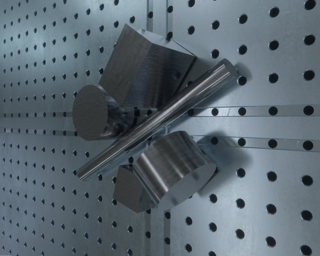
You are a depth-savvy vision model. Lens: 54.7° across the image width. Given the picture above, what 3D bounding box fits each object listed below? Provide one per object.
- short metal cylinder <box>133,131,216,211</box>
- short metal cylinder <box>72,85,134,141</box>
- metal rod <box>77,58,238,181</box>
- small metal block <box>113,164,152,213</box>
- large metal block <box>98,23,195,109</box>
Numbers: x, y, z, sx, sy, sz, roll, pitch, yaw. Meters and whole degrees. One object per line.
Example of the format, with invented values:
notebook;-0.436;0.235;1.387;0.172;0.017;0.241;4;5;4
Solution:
short metal cylinder;0.017;0.049;0.355;0.050;0.081;0.080;51;120;27
short metal cylinder;-0.084;-0.022;0.458;0.080;0.050;0.079;0;90;40
metal rod;-0.024;0.005;0.424;0.299;0.025;0.025;-35;69;34
small metal block;-0.036;0.083;0.434;0.050;0.025;0.050;20;102;38
large metal block;-0.016;-0.072;0.382;0.050;0.081;0.080;44;116;31
